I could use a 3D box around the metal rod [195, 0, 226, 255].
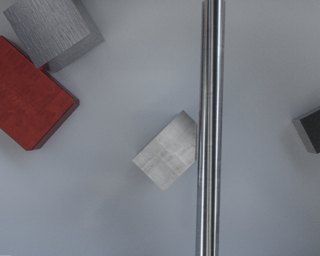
[{"bbox_3d":[0.054,0.016,0.332,0.025,0.025,0.298,1,91,-1],"label":"metal rod"}]

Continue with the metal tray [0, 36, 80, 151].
[{"bbox_3d":[-0.185,-0.044,0.406,0.130,0.030,0.090,41,90,-1],"label":"metal tray"}]

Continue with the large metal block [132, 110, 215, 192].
[{"bbox_3d":[0.015,0.025,0.384,0.080,0.080,0.050,-45,91,0],"label":"large metal block"}]

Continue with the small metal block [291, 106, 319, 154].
[{"bbox_3d":[0.215,0.000,0.414,0.050,0.025,0.050,-27,90,-1],"label":"small metal block"}]

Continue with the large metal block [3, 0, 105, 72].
[{"bbox_3d":[-0.131,-0.128,0.391,0.080,0.050,0.080,-30,91,10],"label":"large metal block"}]
